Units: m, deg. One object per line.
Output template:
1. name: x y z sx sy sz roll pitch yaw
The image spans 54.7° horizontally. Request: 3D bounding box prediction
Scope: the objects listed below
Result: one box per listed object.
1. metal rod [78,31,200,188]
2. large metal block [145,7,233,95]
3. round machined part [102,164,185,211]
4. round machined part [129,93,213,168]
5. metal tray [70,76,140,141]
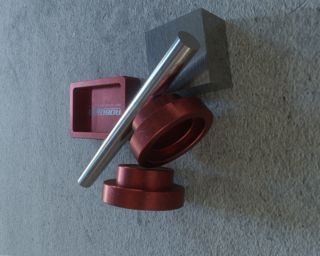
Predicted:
1. metal rod: -0.045 0.000 0.392 0.298 0.025 0.025 -49 61 42
2. large metal block: 0.032 -0.081 0.362 0.080 0.050 0.080 -10 84 39
3. round machined part: -0.019 0.068 0.373 0.098 0.099 0.042 3 86 40
4. round machined part: 0.008 -0.001 0.351 0.098 0.099 0.042 -50 61 28
5. metal tray: -0.087 -0.028 0.473 0.130 0.030 0.089 1 91 40
